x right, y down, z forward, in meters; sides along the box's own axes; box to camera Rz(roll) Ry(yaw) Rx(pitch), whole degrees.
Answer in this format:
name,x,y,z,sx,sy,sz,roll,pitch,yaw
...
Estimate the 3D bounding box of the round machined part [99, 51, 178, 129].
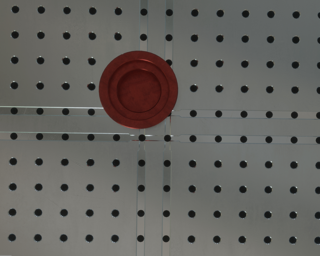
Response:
name,x,y,z,sx,sy,sz,roll,pitch,yaw
round machined part,-0.027,-0.048,0.405,0.099,0.042,0.097,0,90,-1
